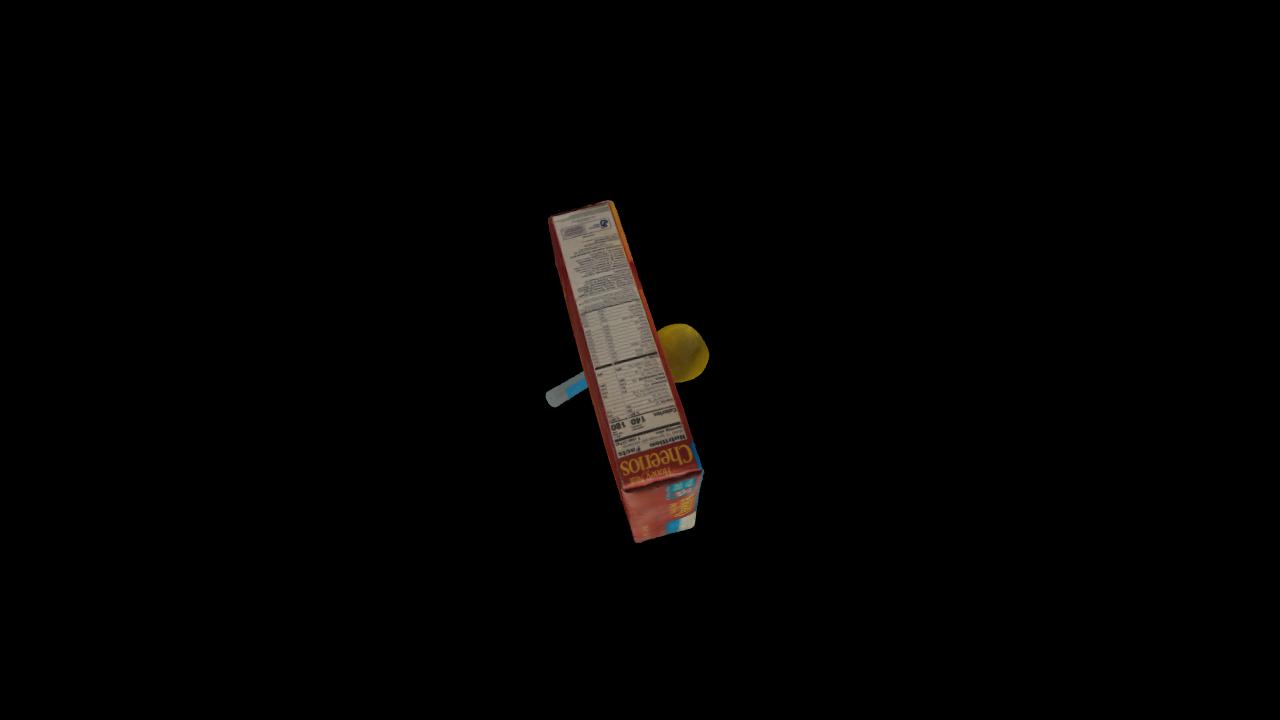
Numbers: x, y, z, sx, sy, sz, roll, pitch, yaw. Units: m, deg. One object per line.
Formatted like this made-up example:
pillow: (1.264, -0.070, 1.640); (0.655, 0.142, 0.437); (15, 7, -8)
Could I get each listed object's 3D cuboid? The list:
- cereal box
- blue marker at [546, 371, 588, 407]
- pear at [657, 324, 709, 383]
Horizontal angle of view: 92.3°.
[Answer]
cereal box: (-0.015, 0.018, 0.643); (0.081, 0.306, 0.203); (-16, -28, -5)
blue marker: (-0.053, 0.017, 0.677); (0.020, 0.020, 0.121); (0, 24, 46)
pear: (0.028, 0.004, 0.763); (0.111, 0.080, 0.080); (-35, 4, -6)
